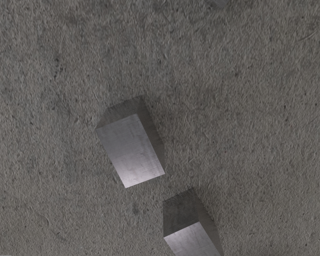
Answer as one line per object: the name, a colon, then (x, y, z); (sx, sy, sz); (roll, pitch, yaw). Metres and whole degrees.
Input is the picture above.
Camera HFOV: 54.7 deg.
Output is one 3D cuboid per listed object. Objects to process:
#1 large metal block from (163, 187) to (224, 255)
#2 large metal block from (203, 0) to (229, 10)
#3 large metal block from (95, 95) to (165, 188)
large metal block: (0.046, 0.145, 0.434); (0.050, 0.080, 0.080); (-28, 108, 10)
large metal block: (0.059, -0.185, 0.328); (0.080, 0.050, 0.080); (38, 106, -13)
large metal block: (-0.033, 0.013, 0.385); (0.050, 0.080, 0.080); (-21, 109, 8)
